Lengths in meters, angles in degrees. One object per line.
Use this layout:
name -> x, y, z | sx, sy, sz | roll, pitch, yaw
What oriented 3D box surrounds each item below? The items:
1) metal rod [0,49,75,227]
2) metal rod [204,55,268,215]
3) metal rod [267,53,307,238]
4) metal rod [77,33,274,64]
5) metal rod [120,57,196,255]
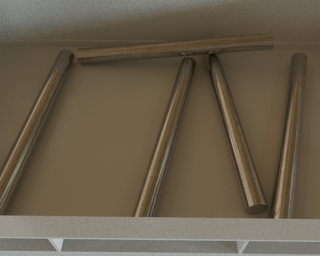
metal rod -> -0.165, -0.003, 0.406 | 0.025, 0.025, 0.300 | 4, 50, 4
metal rod -> 0.092, -0.027, 0.428 | 0.025, 0.025, 0.300 | -3, 50, -3
metal rod -> 0.173, -0.002, 0.407 | 0.025, 0.025, 0.301 | 15, 52, 12
metal rod -> 0.020, -0.124, 0.485 | 0.302, 0.025, 0.025 | -3, 50, 7
metal rod -> 0.009, 0.009, 0.396 | 0.025, 0.025, 0.300 | 11, 51, 9
